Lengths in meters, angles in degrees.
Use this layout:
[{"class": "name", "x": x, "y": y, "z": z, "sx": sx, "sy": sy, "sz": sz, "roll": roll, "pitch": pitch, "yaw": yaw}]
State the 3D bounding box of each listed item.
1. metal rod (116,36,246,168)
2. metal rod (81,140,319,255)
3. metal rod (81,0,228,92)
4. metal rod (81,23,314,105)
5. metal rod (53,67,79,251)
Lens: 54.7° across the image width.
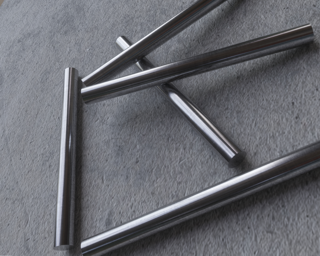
[{"class": "metal rod", "x": 0.010, "y": -0.055, "z": 0.432, "sx": 0.025, "sy": 0.025, "sz": 0.300, "roll": -40, "pitch": 51, "yaw": 1}, {"class": "metal rod", "x": 0.048, "y": 0.078, "z": 0.330, "sx": 0.300, "sy": 0.025, "sz": 0.025, "roll": -26, "pitch": 53, "yaw": 12}, {"class": "metal rod", "x": 0.015, "y": -0.148, "z": 0.463, "sx": 0.301, "sy": 0.025, "sz": 0.025, "roll": -36, "pitch": 51, "yaw": -5}, {"class": "metal rod", "x": 0.040, "y": -0.080, "z": 0.406, "sx": 0.301, "sy": 0.025, "sz": 0.025, "roll": -14, "pitch": 56, "yaw": 10}, {"class": "metal rod", "x": -0.136, "y": 0.024, "z": 0.460, "sx": 0.025, "sy": 0.025, "sz": 0.299, "roll": -21, "pitch": 54, "yaw": 16}]
